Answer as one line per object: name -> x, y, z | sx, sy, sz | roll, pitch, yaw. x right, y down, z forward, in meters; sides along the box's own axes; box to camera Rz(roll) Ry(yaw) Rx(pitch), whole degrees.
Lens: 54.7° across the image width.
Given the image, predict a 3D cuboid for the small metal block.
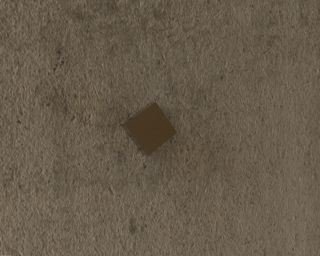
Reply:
small metal block -> -0.015, 0.001, 0.406 | 0.050, 0.025, 0.050 | -39, 103, -16
